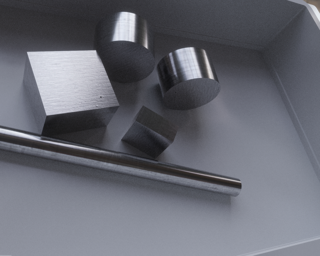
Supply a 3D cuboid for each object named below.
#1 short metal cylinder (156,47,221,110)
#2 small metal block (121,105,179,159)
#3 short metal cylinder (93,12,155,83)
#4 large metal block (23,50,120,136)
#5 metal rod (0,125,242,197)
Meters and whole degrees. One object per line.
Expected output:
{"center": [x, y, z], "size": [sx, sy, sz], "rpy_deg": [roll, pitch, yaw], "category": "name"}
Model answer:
{"center": [0.039, -0.067, 0.434], "size": [0.081, 0.080, 0.050], "rpy_deg": [2, 61, -28], "category": "short metal cylinder"}
{"center": [-0.013, 0.006, 0.380], "size": [0.050, 0.050, 0.025], "rpy_deg": [30, 52, -9], "category": "small metal block"}
{"center": [-0.047, -0.104, 0.410], "size": [0.081, 0.080, 0.050], "rpy_deg": [12, 57, -22], "category": "short metal cylinder"}
{"center": [-0.105, -0.042, 0.360], "size": [0.081, 0.050, 0.080], "rpy_deg": [-11, 68, -33], "category": "large metal block"}
{"center": [-0.036, 0.043, 0.361], "size": [0.302, 0.025, 0.025], "rpy_deg": [15, 56, -20], "category": "metal rod"}
